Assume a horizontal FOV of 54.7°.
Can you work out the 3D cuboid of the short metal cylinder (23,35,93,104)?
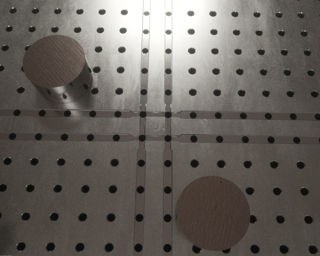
[{"bbox_3d":[-0.138,-0.080,0.426,0.081,0.050,0.080,0,70,0],"label":"short metal cylinder"}]

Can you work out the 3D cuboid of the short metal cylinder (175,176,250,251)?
[{"bbox_3d":[0.059,0.100,0.363,0.081,0.050,0.080,0,70,0],"label":"short metal cylinder"}]
